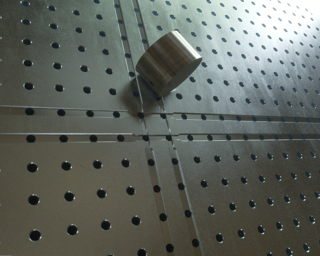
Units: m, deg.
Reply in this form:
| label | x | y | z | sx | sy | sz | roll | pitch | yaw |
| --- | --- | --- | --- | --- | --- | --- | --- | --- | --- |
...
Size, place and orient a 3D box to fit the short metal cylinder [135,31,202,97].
| label | x | y | z | sx | sy | sz | roll | pitch | yaw |
| --- | --- | --- | --- | --- | --- | --- | --- | --- | --- |
| short metal cylinder | 0.013 | -0.089 | 0.436 | 0.050 | 0.080 | 0.081 | 49 | 51 | 6 |
